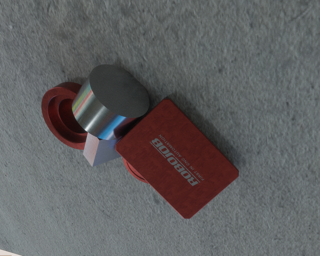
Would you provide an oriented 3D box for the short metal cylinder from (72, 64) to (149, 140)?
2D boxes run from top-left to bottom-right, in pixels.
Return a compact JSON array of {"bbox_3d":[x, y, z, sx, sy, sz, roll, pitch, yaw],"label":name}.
[{"bbox_3d":[-0.061,-0.032,0.384,0.080,0.080,0.050,44,129,-3],"label":"short metal cylinder"}]

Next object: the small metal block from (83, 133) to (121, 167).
[{"bbox_3d":[-0.071,0.020,0.417,0.025,0.050,0.050,46,133,28],"label":"small metal block"}]

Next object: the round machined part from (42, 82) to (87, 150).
[{"bbox_3d":[-0.116,-0.021,0.443,0.098,0.042,0.097,13,124,20],"label":"round machined part"}]

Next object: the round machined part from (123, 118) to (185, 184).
[{"bbox_3d":[-0.012,0.038,0.425,0.098,0.042,0.097,13,124,20],"label":"round machined part"}]

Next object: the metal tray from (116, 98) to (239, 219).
[{"bbox_3d":[0.021,0.037,0.387,0.090,0.030,0.130,-43,95,7],"label":"metal tray"}]
